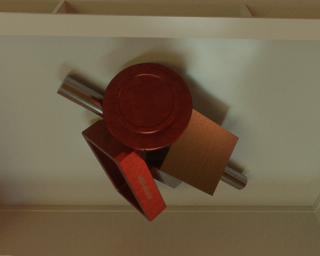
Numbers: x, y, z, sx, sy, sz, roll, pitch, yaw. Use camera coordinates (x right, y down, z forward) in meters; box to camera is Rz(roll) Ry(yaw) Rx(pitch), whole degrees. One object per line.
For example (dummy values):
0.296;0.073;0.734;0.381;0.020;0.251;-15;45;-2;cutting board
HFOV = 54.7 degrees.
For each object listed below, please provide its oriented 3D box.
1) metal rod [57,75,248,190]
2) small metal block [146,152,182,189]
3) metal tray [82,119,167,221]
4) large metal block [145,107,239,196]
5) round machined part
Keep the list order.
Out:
0.006;0.016;0.421;0.301;0.025;0.025;29;124;-23;metal rod
0.008;0.049;0.432;0.050;0.050;0.025;31;123;-24;small metal block
-0.046;0.058;0.415;0.030;0.090;0.129;-39;132;-21;metal tray
0.039;0.028;0.389;0.080;0.050;0.080;30;81;-23;large metal block
-0.014;-0.025;0.335;0.099;0.097;0.042;-1;171;0;round machined part
